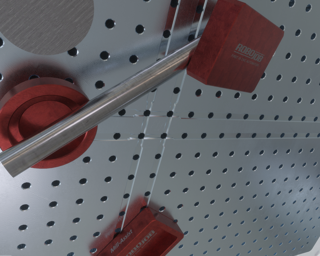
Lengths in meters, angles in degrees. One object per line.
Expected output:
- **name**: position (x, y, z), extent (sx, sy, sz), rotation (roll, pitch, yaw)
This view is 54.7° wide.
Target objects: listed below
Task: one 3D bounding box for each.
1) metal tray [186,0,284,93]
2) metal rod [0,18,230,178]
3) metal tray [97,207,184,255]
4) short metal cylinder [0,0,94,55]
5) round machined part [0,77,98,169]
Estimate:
- **metal tray**: position (0.096, -0.093, 0.375), extent (0.131, 0.030, 0.089), rotation (-1, 121, -51)
- **metal rod**: position (-0.022, -0.046, 0.331), extent (0.302, 0.025, 0.025), rotation (-35, 130, -21)
- **metal tray**: position (-0.034, 0.200, 0.513), extent (0.130, 0.030, 0.090), rotation (-46, 129, 4)
- **short metal cylinder**: position (-0.104, -0.110, 0.270), extent (0.081, 0.050, 0.079), rotation (-14, 124, -21)
- **round machined part**: position (-0.120, -0.009, 0.330), extent (0.099, 0.042, 0.097), rotation (-14, 124, -21)
